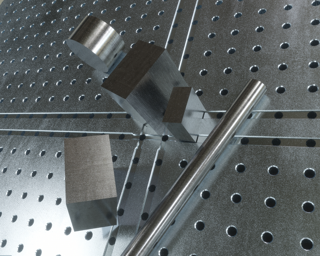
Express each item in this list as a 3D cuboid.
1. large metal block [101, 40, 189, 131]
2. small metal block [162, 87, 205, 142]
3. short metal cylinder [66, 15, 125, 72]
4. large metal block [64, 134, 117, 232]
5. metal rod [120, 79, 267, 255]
[{"bbox_3d":[-0.017,-0.056,0.415,0.050,0.080,0.080,29,78,37],"label":"large metal block"},{"bbox_3d":[0.031,-0.016,0.385,0.025,0.050,0.050,4,64,30],"label":"small metal block"},{"bbox_3d":[-0.105,-0.137,0.510,0.080,0.080,0.050,23,75,36],"label":"short metal cylinder"},{"bbox_3d":[-0.081,0.065,0.365,0.050,0.080,0.080,-5,53,-12],"label":"large metal block"},{"bbox_3d":[0.029,0.066,0.351,0.025,0.025,0.300,30,78,37],"label":"metal rod"}]
